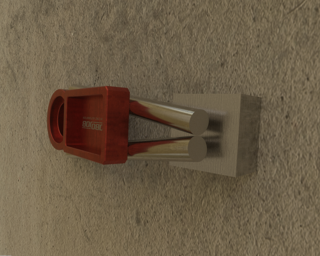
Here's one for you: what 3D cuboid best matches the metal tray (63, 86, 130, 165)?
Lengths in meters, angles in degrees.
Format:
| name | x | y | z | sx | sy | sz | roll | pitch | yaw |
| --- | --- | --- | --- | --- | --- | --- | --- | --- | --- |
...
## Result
| name | x | y | z | sx | sy | sz | roll | pitch | yaw |
| --- | --- | --- | --- | --- | --- | --- | --- | --- | --- |
| metal tray | -0.088 | -0.006 | 0.406 | 0.130 | 0.030 | 0.089 | 5 | 93 | 52 |

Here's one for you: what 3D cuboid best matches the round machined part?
| name | x | y | z | sx | sy | sz | roll | pitch | yaw |
| --- | --- | --- | --- | --- | --- | --- | --- | --- | --- |
| round machined part | -0.146 | -0.013 | 0.505 | 0.098 | 0.042 | 0.097 | -1 | 89 | 50 |

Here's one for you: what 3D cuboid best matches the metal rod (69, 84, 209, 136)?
| name | x | y | z | sx | sy | sz | roll | pitch | yaw |
| --- | --- | --- | --- | --- | --- | --- | --- | --- | --- |
| metal rod | -0.053 | -0.033 | 0.406 | 0.300 | 0.025 | 0.025 | 18 | 101 | 51 |

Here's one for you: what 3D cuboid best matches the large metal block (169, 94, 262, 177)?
| name | x | y | z | sx | sy | sz | roll | pitch | yaw |
| --- | --- | --- | --- | --- | --- | --- | --- | --- | --- |
| large metal block | 0.059 | 0.004 | 0.338 | 0.080 | 0.050 | 0.079 | 5 | 93 | 39 |

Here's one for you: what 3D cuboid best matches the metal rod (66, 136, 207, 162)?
| name | x | y | z | sx | sy | sz | roll | pitch | yaw |
| --- | --- | --- | --- | --- | --- | --- | --- | --- | --- |
| metal rod | -0.056 | 0.029 | 0.409 | 0.299 | 0.025 | 0.025 | -6 | 86 | 52 |
